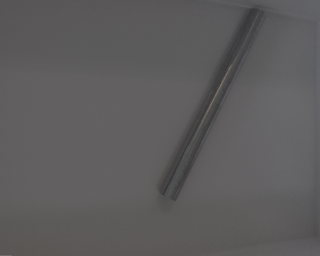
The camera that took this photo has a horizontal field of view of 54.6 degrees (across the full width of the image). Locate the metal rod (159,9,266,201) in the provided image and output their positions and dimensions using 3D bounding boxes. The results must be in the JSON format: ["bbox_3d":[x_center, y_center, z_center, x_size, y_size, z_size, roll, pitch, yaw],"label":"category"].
[{"bbox_3d":[0.078,-0.039,0.438,0.025,0.025,0.300,31,80,-18],"label":"metal rod"}]
